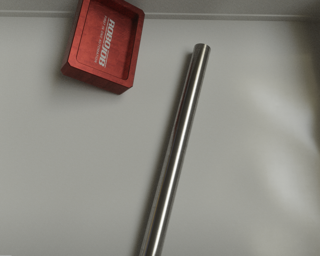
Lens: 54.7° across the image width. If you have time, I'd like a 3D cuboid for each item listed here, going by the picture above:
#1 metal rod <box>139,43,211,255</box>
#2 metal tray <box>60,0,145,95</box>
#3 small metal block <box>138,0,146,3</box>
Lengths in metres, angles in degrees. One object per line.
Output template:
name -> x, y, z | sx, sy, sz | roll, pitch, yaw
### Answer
metal rod -> 0.024, 0.020, 0.402 | 0.025, 0.025, 0.299 | 14, 70, 5
metal tray -> -0.075, -0.121, 0.426 | 0.091, 0.030, 0.130 | 18, 68, -29
small metal block -> -0.023, -0.238, 0.498 | 0.050, 0.025, 0.050 | -28, 73, -10
